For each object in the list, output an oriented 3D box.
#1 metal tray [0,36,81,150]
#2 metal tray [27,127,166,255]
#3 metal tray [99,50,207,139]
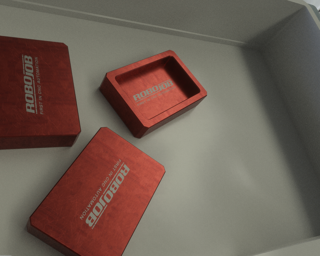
[{"bbox_3d":[-0.146,-0.042,0.350,0.091,0.030,0.130,-1,62,-29],"label":"metal tray"},{"bbox_3d":[-0.061,0.071,0.327,0.090,0.030,0.130,35,51,-5],"label":"metal tray"},{"bbox_3d":[-0.005,-0.052,0.432,0.131,0.030,0.090,-30,79,-38],"label":"metal tray"}]
